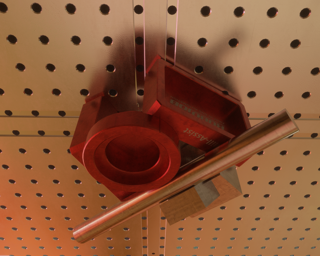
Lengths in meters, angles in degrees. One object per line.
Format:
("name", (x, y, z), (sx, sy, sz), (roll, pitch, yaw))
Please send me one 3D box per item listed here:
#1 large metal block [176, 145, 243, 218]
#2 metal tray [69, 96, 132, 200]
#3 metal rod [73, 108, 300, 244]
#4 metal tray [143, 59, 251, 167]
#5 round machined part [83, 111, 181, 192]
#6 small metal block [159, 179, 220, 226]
("large metal block", (0.058, 0.064, 0.427), (0.080, 0.080, 0.050), (-34, 123, 25))
("metal tray", (-0.054, 0.034, 0.396), (0.030, 0.090, 0.130), (-23, 127, 18))
("metal rod", (0.009, 0.067, 0.350), (0.299, 0.025, 0.025), (-33, 123, 24))
("metal tray", (0.045, -0.018, 0.353), (0.131, 0.090, 0.030), (25, 127, -20))
("round machined part", (-0.028, 0.021, 0.327), (0.099, 0.042, 0.097), (-1, 130, 0))
("small metal block", (0.035, 0.084, 0.360), (0.050, 0.050, 0.025), (-35, 78, 25))
